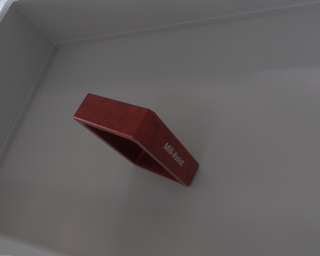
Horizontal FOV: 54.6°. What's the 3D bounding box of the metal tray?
[{"bbox_3d":[-0.021,0.016,0.340,0.090,0.130,0.030,17,71,35],"label":"metal tray"}]
